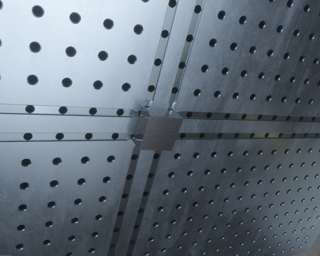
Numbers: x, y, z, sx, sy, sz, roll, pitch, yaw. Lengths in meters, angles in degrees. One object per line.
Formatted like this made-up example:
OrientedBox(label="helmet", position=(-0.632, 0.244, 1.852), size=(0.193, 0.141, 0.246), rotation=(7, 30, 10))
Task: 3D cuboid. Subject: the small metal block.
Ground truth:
OrientedBox(label="small metal block", position=(-0.003, 0.002, 0.412), size=(0.050, 0.025, 0.050), rotation=(5, 116, -31))
